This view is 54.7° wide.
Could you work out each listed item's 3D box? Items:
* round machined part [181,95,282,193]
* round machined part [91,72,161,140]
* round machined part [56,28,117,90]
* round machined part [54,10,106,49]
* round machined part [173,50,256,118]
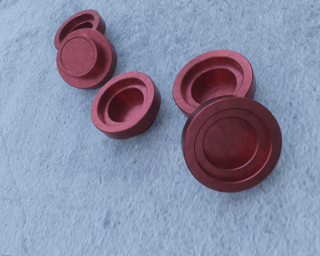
[{"bbox_3d":[0.071,0.014,0.324,0.098,0.098,0.042,-35,12,4],"label":"round machined part"},{"bbox_3d":[-0.043,-0.027,0.430,0.098,0.042,0.098,-13,56,20],"label":"round machined part"},{"bbox_3d":[-0.122,-0.112,0.495,0.098,0.042,0.097,0,90,13],"label":"round machined part"},{"bbox_3d":[-0.140,-0.165,0.565,0.098,0.042,0.098,-13,56,20],"label":"round machined part"},{"bbox_3d":[0.069,-0.046,0.384,0.098,0.042,0.098,-13,56,20],"label":"round machined part"}]
